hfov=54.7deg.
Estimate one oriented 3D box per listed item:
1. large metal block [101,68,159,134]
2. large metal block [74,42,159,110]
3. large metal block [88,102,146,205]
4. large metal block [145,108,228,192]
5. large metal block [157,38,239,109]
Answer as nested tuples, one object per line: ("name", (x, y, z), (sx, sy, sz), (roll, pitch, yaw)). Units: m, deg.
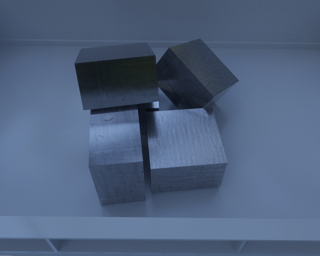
("large metal block", (-0.042, -0.038, 0.419), (0.081, 0.050, 0.080), (-1, 50, -1))
("large metal block", (-0.048, -0.062, 0.354), (0.081, 0.050, 0.080), (-7, 25, -6))
("large metal block", (-0.046, 0.028, 0.343), (0.050, 0.080, 0.080), (-5, 50, -5))
("large metal block", (0.026, 0.024, 0.364), (0.081, 0.050, 0.080), (-4, 50, -4))
("large metal block", (0.046, -0.067, 0.410), (0.080, 0.050, 0.081), (50, 41, 7))
